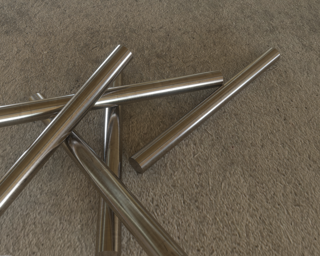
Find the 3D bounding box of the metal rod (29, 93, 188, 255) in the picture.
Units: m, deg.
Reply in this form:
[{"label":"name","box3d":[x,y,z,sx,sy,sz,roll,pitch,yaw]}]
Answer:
[{"label":"metal rod","box3d":[-0.079,0.037,0.343,0.025,0.025,0.300,-31,49,-24]}]

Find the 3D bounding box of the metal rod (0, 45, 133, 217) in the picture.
[{"label":"metal rod","box3d":[-0.126,0.019,0.341,0.025,0.025,0.300,28,69,21]}]

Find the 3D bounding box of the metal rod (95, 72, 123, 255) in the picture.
[{"label":"metal rod","box3d":[-0.060,0.008,0.395,0.025,0.025,0.300,-3,50,-3]}]

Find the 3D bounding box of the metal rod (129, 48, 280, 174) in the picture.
[{"label":"metal rod","box3d":[0.078,-0.037,0.434,0.025,0.025,0.302,37,59,27]}]

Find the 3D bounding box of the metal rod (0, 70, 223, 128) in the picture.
[{"label":"metal rod","box3d":[-0.054,-0.042,0.405,0.302,0.025,0.025,-12,51,-19]}]
